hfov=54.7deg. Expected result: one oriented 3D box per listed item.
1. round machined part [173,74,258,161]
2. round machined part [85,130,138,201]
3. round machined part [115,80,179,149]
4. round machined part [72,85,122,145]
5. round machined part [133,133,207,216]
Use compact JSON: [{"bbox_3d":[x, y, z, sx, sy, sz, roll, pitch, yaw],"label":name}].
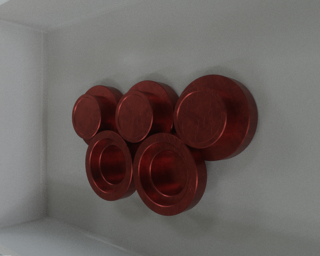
[{"bbox_3d":[0.054,-0.011,0.348,0.098,0.042,0.097,-1,89,40],"label":"round machined part"},{"bbox_3d":[-0.060,0.052,0.443,0.098,0.042,0.097,0,90,40],"label":"round machined part"},{"bbox_3d":[-0.021,-0.015,0.411,0.098,0.042,0.097,-1,89,40],"label":"round machined part"},{"bbox_3d":[-0.097,-0.017,0.472,0.098,0.042,0.097,-1,88,39],"label":"round machined part"},{"bbox_3d":[0.016,0.054,0.380,0.098,0.042,0.097,0,90,40],"label":"round machined part"}]
